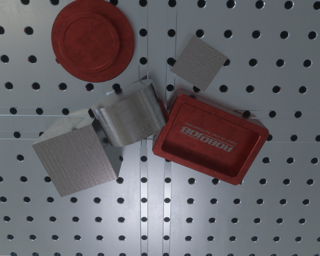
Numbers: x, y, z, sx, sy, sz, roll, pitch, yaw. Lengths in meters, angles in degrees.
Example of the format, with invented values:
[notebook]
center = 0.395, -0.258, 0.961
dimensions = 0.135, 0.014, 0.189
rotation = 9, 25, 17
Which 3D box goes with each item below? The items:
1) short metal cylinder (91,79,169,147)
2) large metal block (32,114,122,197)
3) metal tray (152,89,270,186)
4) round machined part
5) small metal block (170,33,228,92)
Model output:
[short metal cylinder]
center = -0.035, -0.020, 0.376
dimensions = 0.080, 0.080, 0.050
rotation = -22, 109, 8
[large metal block]
center = -0.106, 0.034, 0.412
dimensions = 0.080, 0.050, 0.080
rotation = -19, 109, 7
[metal tray]
center = 0.066, 0.014, 0.416
dimensions = 0.131, 0.030, 0.089
rotation = 22, 109, -8
[round machined part]
center = -0.079, -0.101, 0.366
dimensions = 0.099, 0.042, 0.097
rotation = 0, 110, 0
[small metal block]
center = 0.047, -0.081, 0.384
dimensions = 0.050, 0.025, 0.050
rotation = 30, 107, -11
